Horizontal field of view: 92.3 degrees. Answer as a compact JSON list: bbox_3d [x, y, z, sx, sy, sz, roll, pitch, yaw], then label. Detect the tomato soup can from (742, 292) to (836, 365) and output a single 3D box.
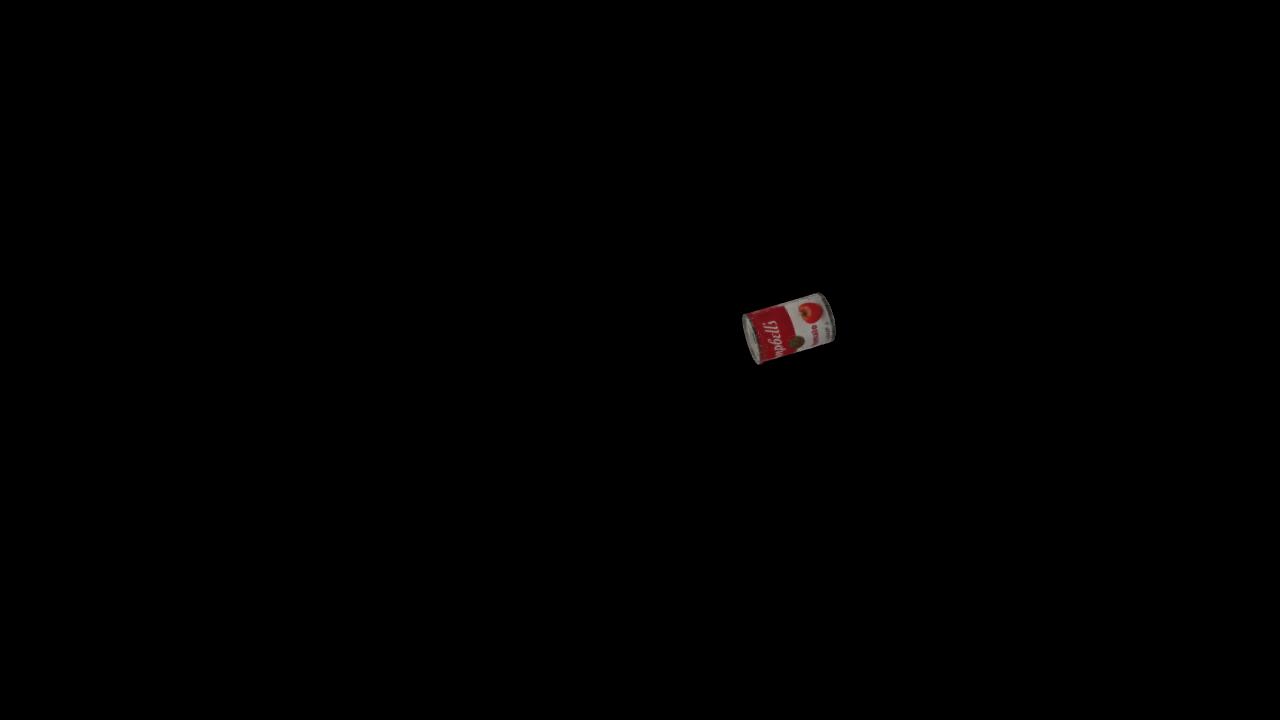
[{"bbox_3d":[0.189,-0.040,0.784,0.101,0.068,0.068,-16,0,-1],"label":"tomato soup can"}]
